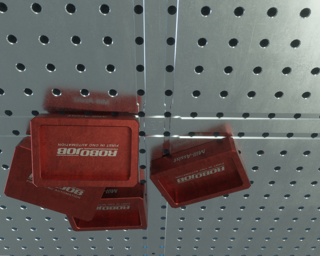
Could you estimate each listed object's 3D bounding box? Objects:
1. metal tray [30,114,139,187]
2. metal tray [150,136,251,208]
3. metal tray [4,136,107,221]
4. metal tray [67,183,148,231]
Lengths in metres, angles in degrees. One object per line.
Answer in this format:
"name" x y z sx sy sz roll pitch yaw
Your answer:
"metal tray" -0.094 0.029 0.400 0.131 0.030 0.089 1 101 -6
"metal tray" 0.061 0.071 0.469 0.130 0.030 0.090 -19 128 15
"metal tray" -0.146 0.075 0.447 0.131 0.030 0.089 21 113 -10
"metal tray" -0.089 0.135 0.521 0.131 0.030 0.089 -3 130 1
